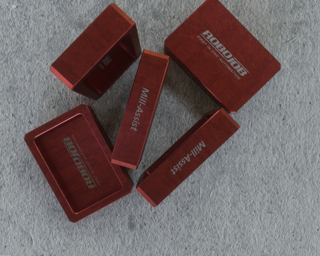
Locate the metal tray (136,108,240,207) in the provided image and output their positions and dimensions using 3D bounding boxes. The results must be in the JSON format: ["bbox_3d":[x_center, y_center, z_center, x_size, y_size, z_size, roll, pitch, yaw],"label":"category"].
[{"bbox_3d":[0.030,0.032,0.379,0.130,0.090,0.030,-43,90,0],"label":"metal tray"}]

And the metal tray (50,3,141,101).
[{"bbox_3d":[-0.065,-0.079,0.358,0.030,0.130,0.090,44,90,-1],"label":"metal tray"}]

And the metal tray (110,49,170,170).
[{"bbox_3d":[-0.022,-0.021,0.378,0.030,0.090,0.129,17,90,0],"label":"metal tray"}]

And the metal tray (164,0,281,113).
[{"bbox_3d":[0.080,-0.094,0.410,0.090,0.030,0.130,-44,91,0],"label":"metal tray"}]

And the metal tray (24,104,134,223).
[{"bbox_3d":[-0.104,0.045,0.407,0.090,0.030,0.130,-29,90,-1],"label":"metal tray"}]
